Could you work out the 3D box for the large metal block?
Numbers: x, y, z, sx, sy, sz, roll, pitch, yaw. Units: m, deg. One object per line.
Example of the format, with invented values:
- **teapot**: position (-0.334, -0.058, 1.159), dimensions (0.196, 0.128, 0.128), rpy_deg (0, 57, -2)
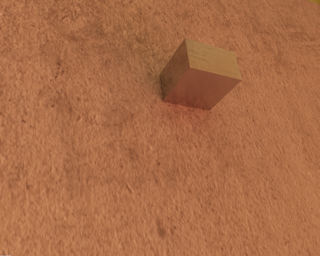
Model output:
- **large metal block**: position (0.055, -0.072, 0.442), dimensions (0.081, 0.080, 0.050), rpy_deg (8, 58, -24)
